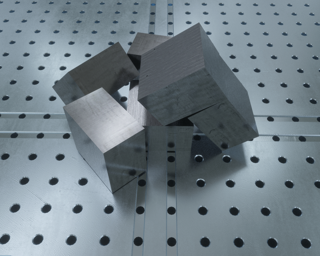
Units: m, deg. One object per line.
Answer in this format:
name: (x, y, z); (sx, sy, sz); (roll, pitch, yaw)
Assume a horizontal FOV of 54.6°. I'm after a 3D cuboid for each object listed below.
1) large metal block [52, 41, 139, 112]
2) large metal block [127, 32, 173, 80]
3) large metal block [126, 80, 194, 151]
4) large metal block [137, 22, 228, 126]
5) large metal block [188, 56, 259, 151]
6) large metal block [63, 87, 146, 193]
large metal block: (-0.087, -0.063, 0.417); (0.080, 0.080, 0.050); (-41, 105, -29)
large metal block: (0.002, -0.083, 0.442); (0.080, 0.080, 0.050); (10, 51, 9)
large metal block: (0.000, -0.017, 0.406); (0.080, 0.050, 0.080); (1, 50, 0)
large metal block: (0.024, -0.060, 0.352); (0.080, 0.050, 0.080); (-23, 44, 25)
large metal block: (0.076, -0.031, 0.388); (0.050, 0.080, 0.080); (-27, 43, 28)
large metal block: (-0.061, 0.014, 0.358); (0.050, 0.080, 0.080); (-32, 58, -25)
